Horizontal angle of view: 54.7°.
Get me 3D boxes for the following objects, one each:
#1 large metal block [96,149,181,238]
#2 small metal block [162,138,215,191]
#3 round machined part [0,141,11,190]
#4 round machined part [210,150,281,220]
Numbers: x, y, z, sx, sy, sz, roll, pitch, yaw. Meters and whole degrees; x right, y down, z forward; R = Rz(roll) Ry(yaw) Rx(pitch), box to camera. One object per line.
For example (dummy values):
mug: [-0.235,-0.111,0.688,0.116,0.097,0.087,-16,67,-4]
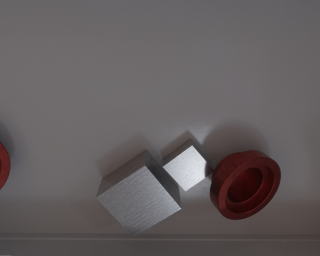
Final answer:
large metal block: [-0.028,0.090,0.431,0.080,0.050,0.080,-34,107,11]
small metal block: [0.039,0.051,0.431,0.050,0.025,0.050,-38,106,12]
round machined part: [-0.251,0.048,0.400,0.099,0.042,0.097,-6,102,-33]
round machined part: [0.109,0.072,0.418,0.099,0.042,0.097,-11,119,-20]
